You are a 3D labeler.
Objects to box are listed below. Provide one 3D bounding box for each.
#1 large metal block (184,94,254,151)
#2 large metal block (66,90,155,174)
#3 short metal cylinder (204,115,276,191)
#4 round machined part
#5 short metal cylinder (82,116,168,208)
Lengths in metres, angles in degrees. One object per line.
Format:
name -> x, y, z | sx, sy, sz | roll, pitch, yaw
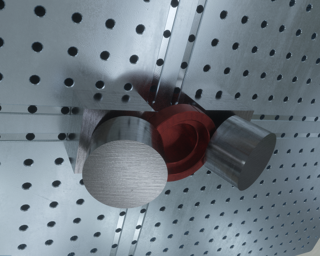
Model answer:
large metal block -> 0.073, 0.000, 0.434 | 0.081, 0.050, 0.079 | -1, 119, -28
large metal block -> -0.060, 0.004, 0.364 | 0.081, 0.050, 0.079 | 1, 118, -29
short metal cylinder -> 0.100, 0.031, 0.387 | 0.081, 0.050, 0.079 | -31, 137, -33
round machined part -> 0.017, 0.014, 0.380 | 0.099, 0.042, 0.097 | -14, 124, -21
short metal cylinder -> -0.034, 0.034, 0.316 | 0.081, 0.050, 0.079 | -2, 118, -4
